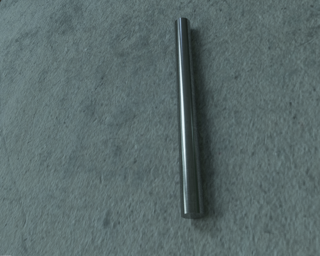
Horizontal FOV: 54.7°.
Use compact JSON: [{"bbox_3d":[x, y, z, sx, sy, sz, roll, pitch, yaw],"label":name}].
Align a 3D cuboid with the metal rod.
[{"bbox_3d":[0.035,-0.035,0.405,0.025,0.025,0.299,-13,56,20],"label":"metal rod"}]
